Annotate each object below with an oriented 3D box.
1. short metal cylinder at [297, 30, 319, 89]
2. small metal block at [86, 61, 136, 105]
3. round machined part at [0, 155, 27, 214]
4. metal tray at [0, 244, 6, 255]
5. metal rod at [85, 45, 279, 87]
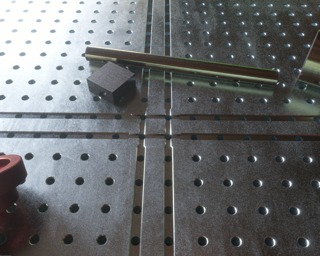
[{"bbox_3d":[0.244,-0.099,0.458,0.050,0.080,0.080,23,54,17],"label":"short metal cylinder"},{"bbox_3d":[-0.072,-0.068,0.464,0.050,0.025,0.050,29,56,22],"label":"small metal block"},{"bbox_3d":[-0.188,0.065,0.319,0.099,0.042,0.098,-12,14,3],"label":"round machined part"},{"bbox_3d":[-0.170,0.158,0.269,0.091,0.030,0.130,-34,58,-26],"label":"metal tray"},{"bbox_3d":[0.030,-0.099,0.491,0.302,0.025,0.025,9,51,7],"label":"metal rod"}]
